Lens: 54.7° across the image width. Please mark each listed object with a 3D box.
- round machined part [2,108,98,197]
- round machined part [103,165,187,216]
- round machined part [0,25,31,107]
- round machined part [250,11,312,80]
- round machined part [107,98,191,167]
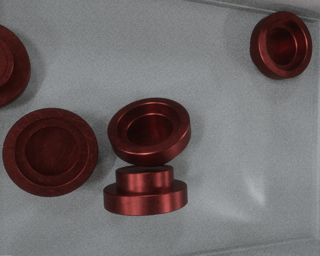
[{"bbox_3d":[-0.124,0.026,0.356,0.099,0.042,0.097,0,90,-21],"label":"round machined part"},{"bbox_3d":[-0.017,0.068,0.366,0.099,0.098,0.042,-3,92,-20],"label":"round machined part"},{"bbox_3d":[-0.192,-0.068,0.330,0.099,0.042,0.097,0,90,-21],"label":"round machined part"},{"bbox_3d":[0.177,-0.121,0.468,0.099,0.042,0.097,0,90,-21],"label":"round machined part"},{"bbox_3d":[-0.011,0.009,0.379,0.099,0.098,0.042,-29,135,-18],"label":"round machined part"}]
